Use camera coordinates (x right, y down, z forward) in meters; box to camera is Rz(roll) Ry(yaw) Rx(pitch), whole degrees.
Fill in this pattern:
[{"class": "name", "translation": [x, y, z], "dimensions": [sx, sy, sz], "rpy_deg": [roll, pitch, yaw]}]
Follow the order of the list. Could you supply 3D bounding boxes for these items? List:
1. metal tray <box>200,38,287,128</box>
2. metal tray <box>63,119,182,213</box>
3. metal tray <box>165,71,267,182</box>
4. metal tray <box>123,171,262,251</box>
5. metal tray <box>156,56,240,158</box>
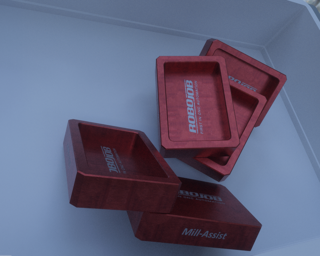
[{"class": "metal tray", "translation": [0.112, -0.066, 0.467], "dimensions": [0.131, 0.089, 0.030], "rpy_deg": [22, 15, -15]}, {"class": "metal tray", "translation": [-0.045, 0.033, 0.309], "dimensions": [0.091, 0.030, 0.130], "rpy_deg": [10, 17, -23]}, {"class": "metal tray", "translation": [0.074, -0.006, 0.411], "dimensions": [0.090, 0.030, 0.130], "rpy_deg": [29, 66, 10]}, {"class": "metal tray", "translation": [0.030, 0.086, 0.334], "dimensions": [0.131, 0.030, 0.090], "rpy_deg": [14, 14, -21]}, {"class": "metal tray", "translation": [0.042, -0.029, 0.386], "dimensions": [0.091, 0.030, 0.130], "rpy_deg": [-1, 64, -5]}]
